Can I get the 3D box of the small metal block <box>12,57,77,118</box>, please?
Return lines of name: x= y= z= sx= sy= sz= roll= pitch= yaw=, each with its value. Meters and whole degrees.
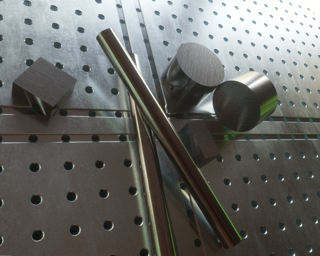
small metal block: x=-0.135 y=-0.048 z=0.365 sx=0.050 sy=0.025 sz=0.050 roll=33 pitch=51 yaw=-7

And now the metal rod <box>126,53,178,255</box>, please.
metal rod: x=-0.016 y=0.032 z=0.379 sx=0.025 sy=0.025 sz=0.299 roll=3 pitch=61 yaw=-27

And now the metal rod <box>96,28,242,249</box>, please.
metal rod: x=0.009 y=0.010 z=0.379 sx=0.025 sy=0.025 sz=0.299 roll=-29 pitch=86 yaw=-37

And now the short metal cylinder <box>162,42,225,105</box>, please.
short metal cylinder: x=0.050 y=-0.082 z=0.469 sx=0.081 sy=0.050 sz=0.080 roll=14 pitch=56 yaw=-21

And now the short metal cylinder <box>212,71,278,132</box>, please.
short metal cylinder: x=0.127 y=-0.040 z=0.465 sx=0.050 sy=0.080 sz=0.080 roll=-28 pitch=78 yaw=-38

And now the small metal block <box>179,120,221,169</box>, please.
small metal block: x=0.044 y=0.025 z=0.401 sx=0.025 sy=0.050 sz=0.050 roll=-11 pitch=68 yaw=-33
